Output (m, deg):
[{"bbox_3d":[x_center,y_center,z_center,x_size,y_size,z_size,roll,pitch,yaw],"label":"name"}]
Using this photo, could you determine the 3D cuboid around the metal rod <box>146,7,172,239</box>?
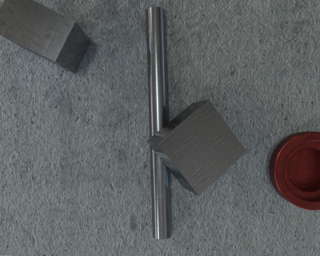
[{"bbox_3d":[-0.002,-0.006,0.409,0.025,0.025,0.298,-2,90,0],"label":"metal rod"}]

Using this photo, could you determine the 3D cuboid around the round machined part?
[{"bbox_3d":[0.190,0.053,0.403,0.099,0.042,0.097,0,90,0],"label":"round machined part"}]

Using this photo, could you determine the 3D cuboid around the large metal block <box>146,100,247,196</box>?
[{"bbox_3d":[0.044,0.023,0.383,0.080,0.050,0.080,-40,100,-13],"label":"large metal block"}]

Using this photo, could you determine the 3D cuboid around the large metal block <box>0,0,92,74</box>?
[{"bbox_3d":[-0.140,-0.113,0.381,0.080,0.080,0.050,27,90,0],"label":"large metal block"}]
